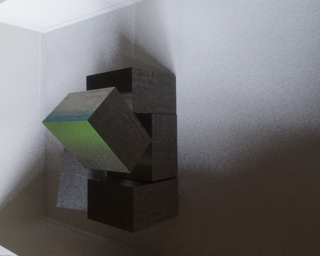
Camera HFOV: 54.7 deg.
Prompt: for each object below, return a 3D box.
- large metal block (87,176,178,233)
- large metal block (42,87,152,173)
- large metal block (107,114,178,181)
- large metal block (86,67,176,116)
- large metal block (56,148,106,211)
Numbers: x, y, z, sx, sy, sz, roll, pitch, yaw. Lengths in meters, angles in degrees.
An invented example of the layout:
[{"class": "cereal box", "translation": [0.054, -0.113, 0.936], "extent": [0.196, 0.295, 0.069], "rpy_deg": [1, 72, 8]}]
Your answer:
[{"class": "large metal block", "translation": [-0.034, 0.089, 0.394], "extent": [0.080, 0.081, 0.050], "rpy_deg": [1, 91, 39]}, {"class": "large metal block", "translation": [-0.070, 0.004, 0.351], "extent": [0.080, 0.080, 0.050], "rpy_deg": [-1, 45, 39]}, {"class": "large metal block", "translation": [-0.024, 0.023, 0.409], "extent": [0.080, 0.050, 0.079], "rpy_deg": [-1, 90, 39]}, {"class": "large metal block", "translation": [-0.036, -0.042, 0.395], "extent": [0.080, 0.081, 0.050], "rpy_deg": [-1, 89, 39]}, {"class": "large metal block", "translation": [-0.107, 0.063, 0.444], "extent": [0.050, 0.080, 0.079], "rpy_deg": [9, 98, -4]}]
